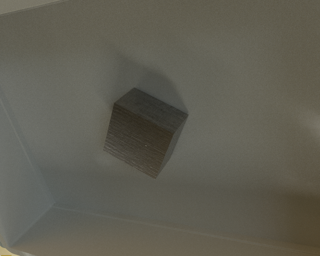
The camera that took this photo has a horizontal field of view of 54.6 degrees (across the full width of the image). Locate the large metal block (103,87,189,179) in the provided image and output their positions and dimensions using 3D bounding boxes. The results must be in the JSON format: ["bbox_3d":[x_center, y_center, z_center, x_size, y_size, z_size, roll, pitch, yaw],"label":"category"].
[{"bbox_3d":[-0.020,0.007,0.403,0.080,0.050,0.079,28,127,10],"label":"large metal block"}]
